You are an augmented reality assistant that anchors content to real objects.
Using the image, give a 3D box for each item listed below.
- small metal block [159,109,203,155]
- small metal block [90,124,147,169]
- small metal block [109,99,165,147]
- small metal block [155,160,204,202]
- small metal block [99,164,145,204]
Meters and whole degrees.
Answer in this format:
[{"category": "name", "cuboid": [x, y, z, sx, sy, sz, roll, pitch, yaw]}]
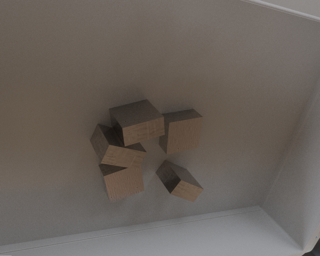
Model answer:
[{"category": "small metal block", "cuboid": [0.028, 0.005, 0.427, 0.050, 0.025, 0.050, -10, 123, -23]}, {"category": "small metal block", "cuboid": [-0.052, 0.022, 0.378, 0.050, 0.050, 0.025, 15, 111, -34]}, {"category": "small metal block", "cuboid": [-0.028, -0.008, 0.372, 0.050, 0.050, 0.025, -16, 125, -19]}, {"category": "small metal block", "cuboid": [0.028, 0.078, 0.456, 0.050, 0.050, 0.025, 28, 103, -38]}, {"category": "small metal block", "cuboid": [-0.052, 0.069, 0.423, 0.050, 0.025, 0.050, -18, 126, -18]}]
